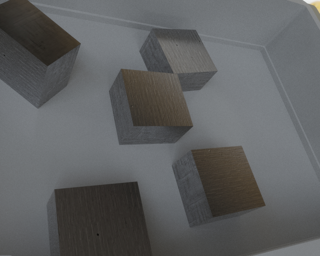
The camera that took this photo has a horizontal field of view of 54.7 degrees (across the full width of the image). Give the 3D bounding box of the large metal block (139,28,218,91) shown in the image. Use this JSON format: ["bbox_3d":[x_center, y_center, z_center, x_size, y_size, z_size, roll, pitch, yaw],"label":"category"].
[{"bbox_3d":[0.027,-0.101,0.468,0.081,0.050,0.080,-10,67,-33],"label":"large metal block"}]

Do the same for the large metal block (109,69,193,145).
[{"bbox_3d":[-0.014,-0.026,0.399,0.081,0.050,0.080,0,62,-29],"label":"large metal block"}]

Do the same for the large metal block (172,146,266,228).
[{"bbox_3d":[0.071,0.071,0.386,0.081,0.050,0.080,-2,63,-30],"label":"large metal block"}]

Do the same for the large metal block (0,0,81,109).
[{"bbox_3d":[-0.144,-0.081,0.343,0.080,0.080,0.050,39,51,-2],"label":"large metal block"}]

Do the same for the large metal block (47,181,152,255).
[{"bbox_3d":[-0.060,0.101,0.297,0.081,0.050,0.080,0,62,-29],"label":"large metal block"}]
